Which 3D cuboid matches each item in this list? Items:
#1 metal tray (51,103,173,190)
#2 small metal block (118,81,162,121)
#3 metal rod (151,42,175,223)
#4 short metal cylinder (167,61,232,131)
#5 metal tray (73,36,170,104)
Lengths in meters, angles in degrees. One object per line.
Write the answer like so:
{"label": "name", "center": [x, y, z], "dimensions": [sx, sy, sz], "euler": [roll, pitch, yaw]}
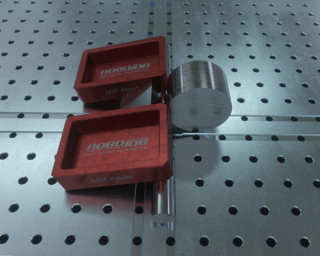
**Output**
{"label": "metal tray", "center": [-0.052, 0.021, 0.364], "dimensions": [0.131, 0.030, 0.090], "euler": [-8, 50, 9]}
{"label": "small metal block", "center": [-0.026, -0.029, 0.413], "dimensions": [0.050, 0.025, 0.050], "euler": [-21, 45, 24]}
{"label": "metal rod", "center": [0.004, -0.020, 0.419], "dimensions": [0.025, 0.025, 0.300], "euler": [0, 50, 0]}
{"label": "short metal cylinder", "center": [0.049, -0.040, 0.401], "dimensions": [0.081, 0.080, 0.050], "euler": [0, 50, 0]}
{"label": "metal tray", "center": [-0.053, -0.086, 0.454], "dimensions": [0.131, 0.030, 0.090], "euler": [-8, 49, 9]}
